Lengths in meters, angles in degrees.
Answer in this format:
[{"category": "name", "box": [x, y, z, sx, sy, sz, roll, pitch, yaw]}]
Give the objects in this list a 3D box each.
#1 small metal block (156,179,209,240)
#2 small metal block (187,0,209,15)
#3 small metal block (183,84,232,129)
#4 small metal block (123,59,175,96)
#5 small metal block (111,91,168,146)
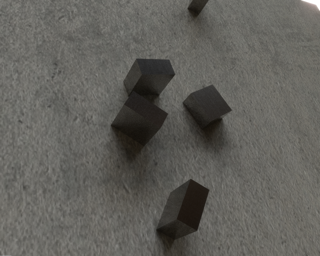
[{"category": "small metal block", "box": [0.025, 0.092, 0.347, 0.025, 0.050, 0.050, 32, 51, -8]}, {"category": "small metal block", "box": [0.079, -0.254, 0.588, 0.025, 0.050, 0.050, 25, 53, -14]}, {"category": "small metal block", "box": [0.071, -0.032, 0.464, 0.050, 0.025, 0.050, -25, 76, -37]}, {"category": "small metal block", "box": [-0.015, -0.068, 0.423, 0.050, 0.050, 0.025, -6, 65, -31]}, {"category": "small metal block", "box": [-0.026, -0.010, 0.381, 0.050, 0.050, 0.025, 33, 51, -7]}]
